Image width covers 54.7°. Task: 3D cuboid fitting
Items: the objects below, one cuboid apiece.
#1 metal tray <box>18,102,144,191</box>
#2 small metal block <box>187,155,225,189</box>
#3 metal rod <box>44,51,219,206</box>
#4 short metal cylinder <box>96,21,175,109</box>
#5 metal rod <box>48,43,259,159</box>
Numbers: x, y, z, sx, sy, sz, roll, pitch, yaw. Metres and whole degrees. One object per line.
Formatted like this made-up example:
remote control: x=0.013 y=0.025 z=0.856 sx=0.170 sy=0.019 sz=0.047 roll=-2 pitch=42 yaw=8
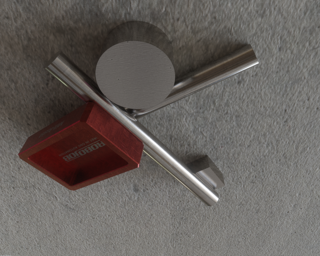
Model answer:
metal tray: x=-0.097 y=0.029 z=0.378 sx=0.130 sy=0.030 sz=0.090 roll=-24 pitch=127 yaw=33
small metal block: x=0.063 y=0.074 z=0.472 sx=0.050 sy=0.025 sz=0.050 roll=-27 pitch=126 yaw=20
metal rod: x=-0.016 y=0.019 z=0.392 sx=0.025 sy=0.025 sz=0.300 roll=-32 pitch=124 yaw=24
short metal cylinder: x=-0.025 y=-0.067 z=0.334 sx=0.081 sy=0.050 sz=0.079 roll=0 pitch=130 yaw=0
metal rod: x=-0.027 y=-0.025 z=0.387 sx=0.300 sy=0.025 sz=0.025 roll=-23 pitch=127 yaw=18
